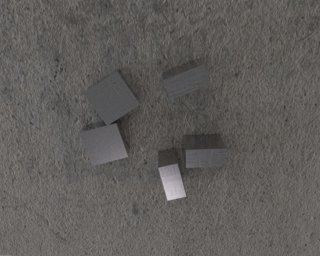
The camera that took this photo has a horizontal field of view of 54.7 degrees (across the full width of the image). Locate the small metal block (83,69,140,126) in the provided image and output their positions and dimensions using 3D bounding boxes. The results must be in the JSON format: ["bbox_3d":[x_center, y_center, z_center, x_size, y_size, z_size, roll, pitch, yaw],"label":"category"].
[{"bbox_3d":[-0.060,-0.039,0.392,0.050,0.025,0.050,-33,107,6],"label":"small metal block"}]

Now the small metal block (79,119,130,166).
[{"bbox_3d":[-0.073,0.018,0.416,0.050,0.025,0.050,-15,110,5],"label":"small metal block"}]

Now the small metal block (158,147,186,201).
[{"bbox_3d":[0.016,0.061,0.419,0.025,0.050,0.050,-13,110,5],"label":"small metal block"}]

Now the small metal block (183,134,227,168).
[{"bbox_3d":[0.057,0.029,0.408,0.050,0.050,0.025,-2,110,0],"label":"small metal block"}]

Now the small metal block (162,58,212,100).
[{"bbox_3d":[0.031,-0.060,0.374,0.050,0.050,0.025,-20,109,7],"label":"small metal block"}]
